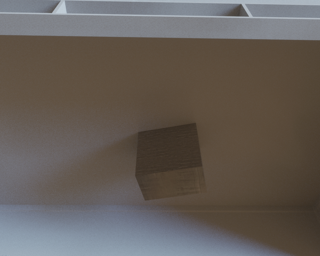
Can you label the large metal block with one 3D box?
[{"bbox_3d":[0.015,0.044,0.410,0.080,0.080,0.050,-9,130,7],"label":"large metal block"}]
